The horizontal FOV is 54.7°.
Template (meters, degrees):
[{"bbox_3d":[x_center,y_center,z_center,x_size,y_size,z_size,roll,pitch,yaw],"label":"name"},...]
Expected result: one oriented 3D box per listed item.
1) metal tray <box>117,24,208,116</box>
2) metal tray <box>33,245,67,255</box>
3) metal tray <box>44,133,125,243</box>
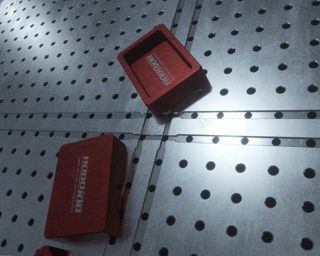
[{"bbox_3d":[-0.001,-0.090,0.459,0.090,0.030,0.130,-35,51,4],"label":"metal tray"},{"bbox_3d":[-0.150,0.213,0.350,0.130,0.030,0.090,-45,51,-4],"label":"metal tray"},{"bbox_3d":[-0.096,0.077,0.406,0.090,0.030,0.130,-13,56,20],"label":"metal tray"}]
